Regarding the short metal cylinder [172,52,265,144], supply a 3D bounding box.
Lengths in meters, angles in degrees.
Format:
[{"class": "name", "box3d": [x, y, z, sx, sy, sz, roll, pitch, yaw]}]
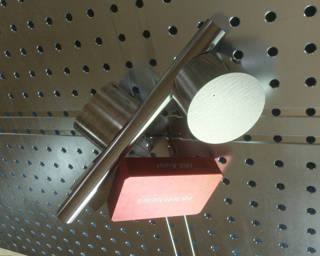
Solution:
[{"class": "short metal cylinder", "box3d": [0.058, -0.031, 0.319, 0.081, 0.050, 0.079, -9, 126, -12]}]

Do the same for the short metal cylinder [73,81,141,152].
[{"class": "short metal cylinder", "box3d": [-0.064, -0.014, 0.399, 0.050, 0.080, 0.080, 40, 129, 1]}]

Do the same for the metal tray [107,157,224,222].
[{"class": "metal tray", "box3d": [0.005, 0.078, 0.401, 0.131, 0.030, 0.089, 2, 131, -23]}]

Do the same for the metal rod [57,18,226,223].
[{"class": "metal rod", "box3d": [-0.033, 0.005, 0.361, 0.025, 0.025, 0.299, 40, 108, 1]}]

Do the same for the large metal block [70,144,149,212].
[{"class": "large metal block", "box3d": [-0.073, 0.063, 0.450, 0.050, 0.080, 0.080, 43, 129, -2]}]
